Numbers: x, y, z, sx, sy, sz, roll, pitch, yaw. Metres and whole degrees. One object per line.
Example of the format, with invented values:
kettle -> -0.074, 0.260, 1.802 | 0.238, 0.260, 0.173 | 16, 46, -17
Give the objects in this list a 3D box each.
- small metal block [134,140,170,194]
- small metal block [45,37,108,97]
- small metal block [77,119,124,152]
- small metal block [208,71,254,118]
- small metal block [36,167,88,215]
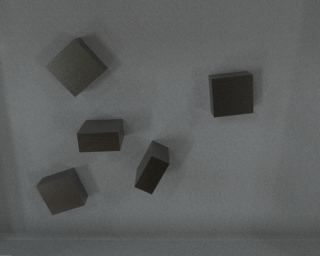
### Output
small metal block -> -0.011, 0.052, 0.417 | 0.025, 0.050, 0.050 | 25, 108, -9
small metal block -> -0.102, -0.075, 0.382 | 0.050, 0.025, 0.050 | -38, 106, 12
small metal block -> -0.075, 0.009, 0.400 | 0.050, 0.050, 0.025 | -2, 110, 0
small metal block -> 0.091, -0.044, 0.397 | 0.050, 0.025, 0.050 | -7, 110, 2
small metal block -> -0.138, 0.091, 0.443 | 0.050, 0.025, 0.050 | -18, 109, 6
